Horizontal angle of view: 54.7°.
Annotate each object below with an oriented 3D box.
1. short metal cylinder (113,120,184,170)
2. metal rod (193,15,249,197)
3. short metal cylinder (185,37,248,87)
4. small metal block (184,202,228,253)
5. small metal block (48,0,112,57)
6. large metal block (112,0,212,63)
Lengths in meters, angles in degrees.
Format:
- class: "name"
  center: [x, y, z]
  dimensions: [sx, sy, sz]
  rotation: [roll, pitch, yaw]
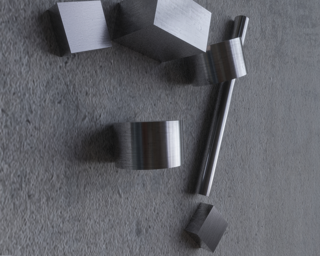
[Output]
- class: "short metal cylinder"
  center: [-0.013, 0.017, 0.360]
  dimensions: [0.081, 0.080, 0.050]
  rotation: [-4, 93, -40]
- class: "metal rod"
  center: [0.100, -0.042, 0.490]
  dimensions: [0.025, 0.025, 0.299]
  rotation: [25, 74, -38]
- class: "short metal cylinder"
  center: [0.079, -0.093, 0.437]
  dimensions: [0.081, 0.080, 0.050]
  rotation: [-25, 106, -38]
- class: "small metal block"
  center: [0.071, 0.150, 0.467]
  dimensions: [0.050, 0.025, 0.050]
  rotation: [-52, 121, -27]
- class: "small metal block"
  center: [-0.085, -0.107, 0.334]
  dimensions: [0.050, 0.025, 0.050]
  rotation: [-22, 104, -38]
- class: "large metal block"
  center: [0.002, -0.121, 0.372]
  dimensions: [0.081, 0.080, 0.050]
  rotation: [15, 81, -39]
